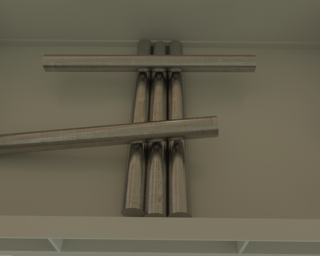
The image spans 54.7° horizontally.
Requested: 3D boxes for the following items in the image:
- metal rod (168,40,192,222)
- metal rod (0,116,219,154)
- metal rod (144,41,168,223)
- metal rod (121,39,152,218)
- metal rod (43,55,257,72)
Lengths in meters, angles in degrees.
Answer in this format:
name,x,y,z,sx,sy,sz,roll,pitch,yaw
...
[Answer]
name,x,y,z,sx,sy,sz,roll,pitch,yaw
metal rod,0.023,-0.021,0.421,0.025,0.025,0.300,1,50,1
metal rod,-0.083,0.011,0.370,0.302,0.025,0.025,-5,50,5
metal rod,-0.002,-0.020,0.421,0.025,0.025,0.300,1,50,1
metal rod,-0.027,-0.025,0.425,0.025,0.025,0.300,1,50,0
metal rod,-0.015,-0.094,0.449,0.302,0.025,0.025,0,50,0
